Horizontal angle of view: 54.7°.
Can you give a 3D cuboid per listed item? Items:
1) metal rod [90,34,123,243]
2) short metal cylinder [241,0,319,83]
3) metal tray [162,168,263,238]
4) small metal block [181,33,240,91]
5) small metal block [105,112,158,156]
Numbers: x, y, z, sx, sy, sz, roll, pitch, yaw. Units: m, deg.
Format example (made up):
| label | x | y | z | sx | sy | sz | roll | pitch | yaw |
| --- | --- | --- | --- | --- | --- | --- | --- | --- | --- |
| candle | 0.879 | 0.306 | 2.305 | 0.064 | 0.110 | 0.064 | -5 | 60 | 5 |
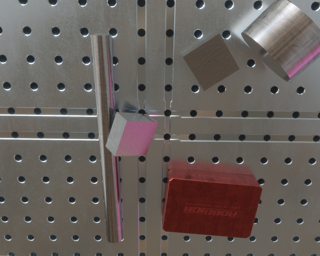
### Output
| label | x | y | z | sx | sy | sz | roll | pitch | yaw |
| --- | --- | --- | --- | --- | --- | --- | --- | --- | --- |
| metal rod | -0.070 | 0.028 | 0.422 | 0.025 | 0.025 | 0.298 | -1 | 110 | 0 |
| short metal cylinder | 0.139 | -0.097 | 0.350 | 0.080 | 0.080 | 0.050 | 42 | 105 | -14 |
| metal tray | 0.073 | 0.111 | 0.453 | 0.131 | 0.030 | 0.089 | 6 | 110 | -3 |
| small metal block | 0.062 | -0.082 | 0.384 | 0.050 | 0.025 | 0.050 | -32 | 107 | 10 |
| small metal block | -0.036 | 0.008 | 0.402 | 0.050 | 0.025 | 0.050 | 2 | 116 | -42 |
